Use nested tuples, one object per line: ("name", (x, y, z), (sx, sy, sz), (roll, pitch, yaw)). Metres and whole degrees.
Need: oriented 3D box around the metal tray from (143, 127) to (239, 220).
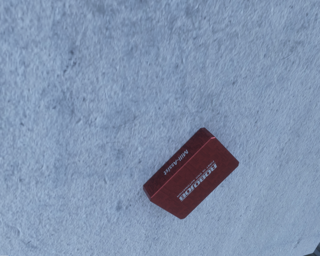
("metal tray", (0.049, 0.072, 0.474), (0.130, 0.030, 0.090), (-45, 129, 3))
